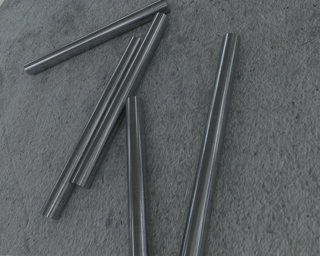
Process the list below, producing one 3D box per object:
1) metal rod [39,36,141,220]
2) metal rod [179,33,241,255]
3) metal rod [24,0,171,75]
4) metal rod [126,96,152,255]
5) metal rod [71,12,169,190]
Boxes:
[{"bbox_3d":[-0.092,-0.012,0.460,0.025,0.025,0.300,10,66,32],"label":"metal rod"},{"bbox_3d":[0.063,0.010,0.364,0.025,0.025,0.300,1,62,28],"label":"metal rod"},{"bbox_3d":[-0.123,-0.163,0.568,0.301,0.025,0.025,-19,54,16],"label":"metal rod"},{"bbox_3d":[-0.025,0.087,0.363,0.025,0.025,0.299,-18,55,18],"label":"metal rod"},{"bbox_3d":[-0.052,-0.052,0.463,0.025,0.025,0.300,10,66,32],"label":"metal rod"}]
